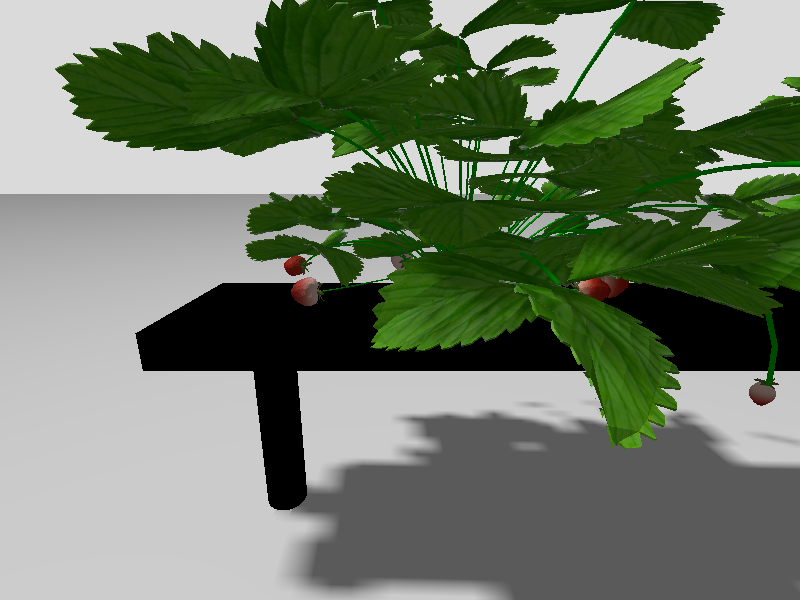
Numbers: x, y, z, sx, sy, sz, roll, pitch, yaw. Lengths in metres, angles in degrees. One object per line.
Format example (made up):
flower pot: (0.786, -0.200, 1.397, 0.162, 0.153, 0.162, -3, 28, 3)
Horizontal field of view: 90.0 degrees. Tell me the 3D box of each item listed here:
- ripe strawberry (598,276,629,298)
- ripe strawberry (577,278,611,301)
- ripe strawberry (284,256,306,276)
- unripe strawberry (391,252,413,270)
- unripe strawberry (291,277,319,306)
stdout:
ripe strawberry: (0.202, -0.016, 0.378, 0.029, 0.028, 0.026, 0, 17, -7)
ripe strawberry: (0.170, -0.009, 0.354, 0.028, 0.024, 0.028, 2, 17, 4)
ripe strawberry: (-0.121, -0.039, 0.458, 0.026, 0.022, 0.026, 4, 16, 30)
unripe strawberry: (0.002, -0.051, 0.492, 0.027, 0.029, 0.030, -6, 17, -21)
unripe strawberry: (-0.083, -0.007, 0.350, 0.024, 0.025, 0.022, -2, 17, -5)
